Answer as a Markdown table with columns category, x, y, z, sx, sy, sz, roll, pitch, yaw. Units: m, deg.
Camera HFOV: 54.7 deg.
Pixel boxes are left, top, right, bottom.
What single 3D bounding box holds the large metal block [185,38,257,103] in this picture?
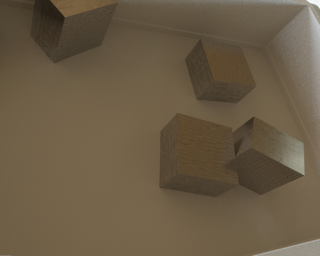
| category | x | y | z | sx | sy | sz | roll | pitch | yaw |
| --- | --- | --- | --- | --- | --- | --- | --- | --- | --- |
| large metal block | 0.095 | -0.089 | 0.495 | 0.081 | 0.050 | 0.080 | 2 | 61 | -27 |

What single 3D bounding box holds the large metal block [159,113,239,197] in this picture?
| category | x | y | z | sx | sy | sz | roll | pitch | yaw |
| --- | --- | --- | --- | --- | --- | --- | --- | --- | --- |
| large metal block | 0.047 | 0.036 | 0.393 | 0.081 | 0.050 | 0.080 | 14 | 56 | -20 |

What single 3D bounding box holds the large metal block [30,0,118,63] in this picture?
| category | x | y | z | sx | sy | sz | roll | pitch | yaw |
| --- | --- | --- | --- | --- | --- | --- | --- | --- | --- |
| large metal block | -0.111 | -0.139 | 0.395 | 0.050 | 0.080 | 0.081 | 49 | 51 | 6 |

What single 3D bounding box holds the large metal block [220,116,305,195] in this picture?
| category | x | y | z | sx | sy | sz | roll | pitch | yaw |
| --- | --- | --- | --- | --- | --- | --- | --- | --- | --- |
| large metal block | 0.131 | 0.040 | 0.416 | 0.080 | 0.080 | 0.050 | 27 | 53 | -12 |
